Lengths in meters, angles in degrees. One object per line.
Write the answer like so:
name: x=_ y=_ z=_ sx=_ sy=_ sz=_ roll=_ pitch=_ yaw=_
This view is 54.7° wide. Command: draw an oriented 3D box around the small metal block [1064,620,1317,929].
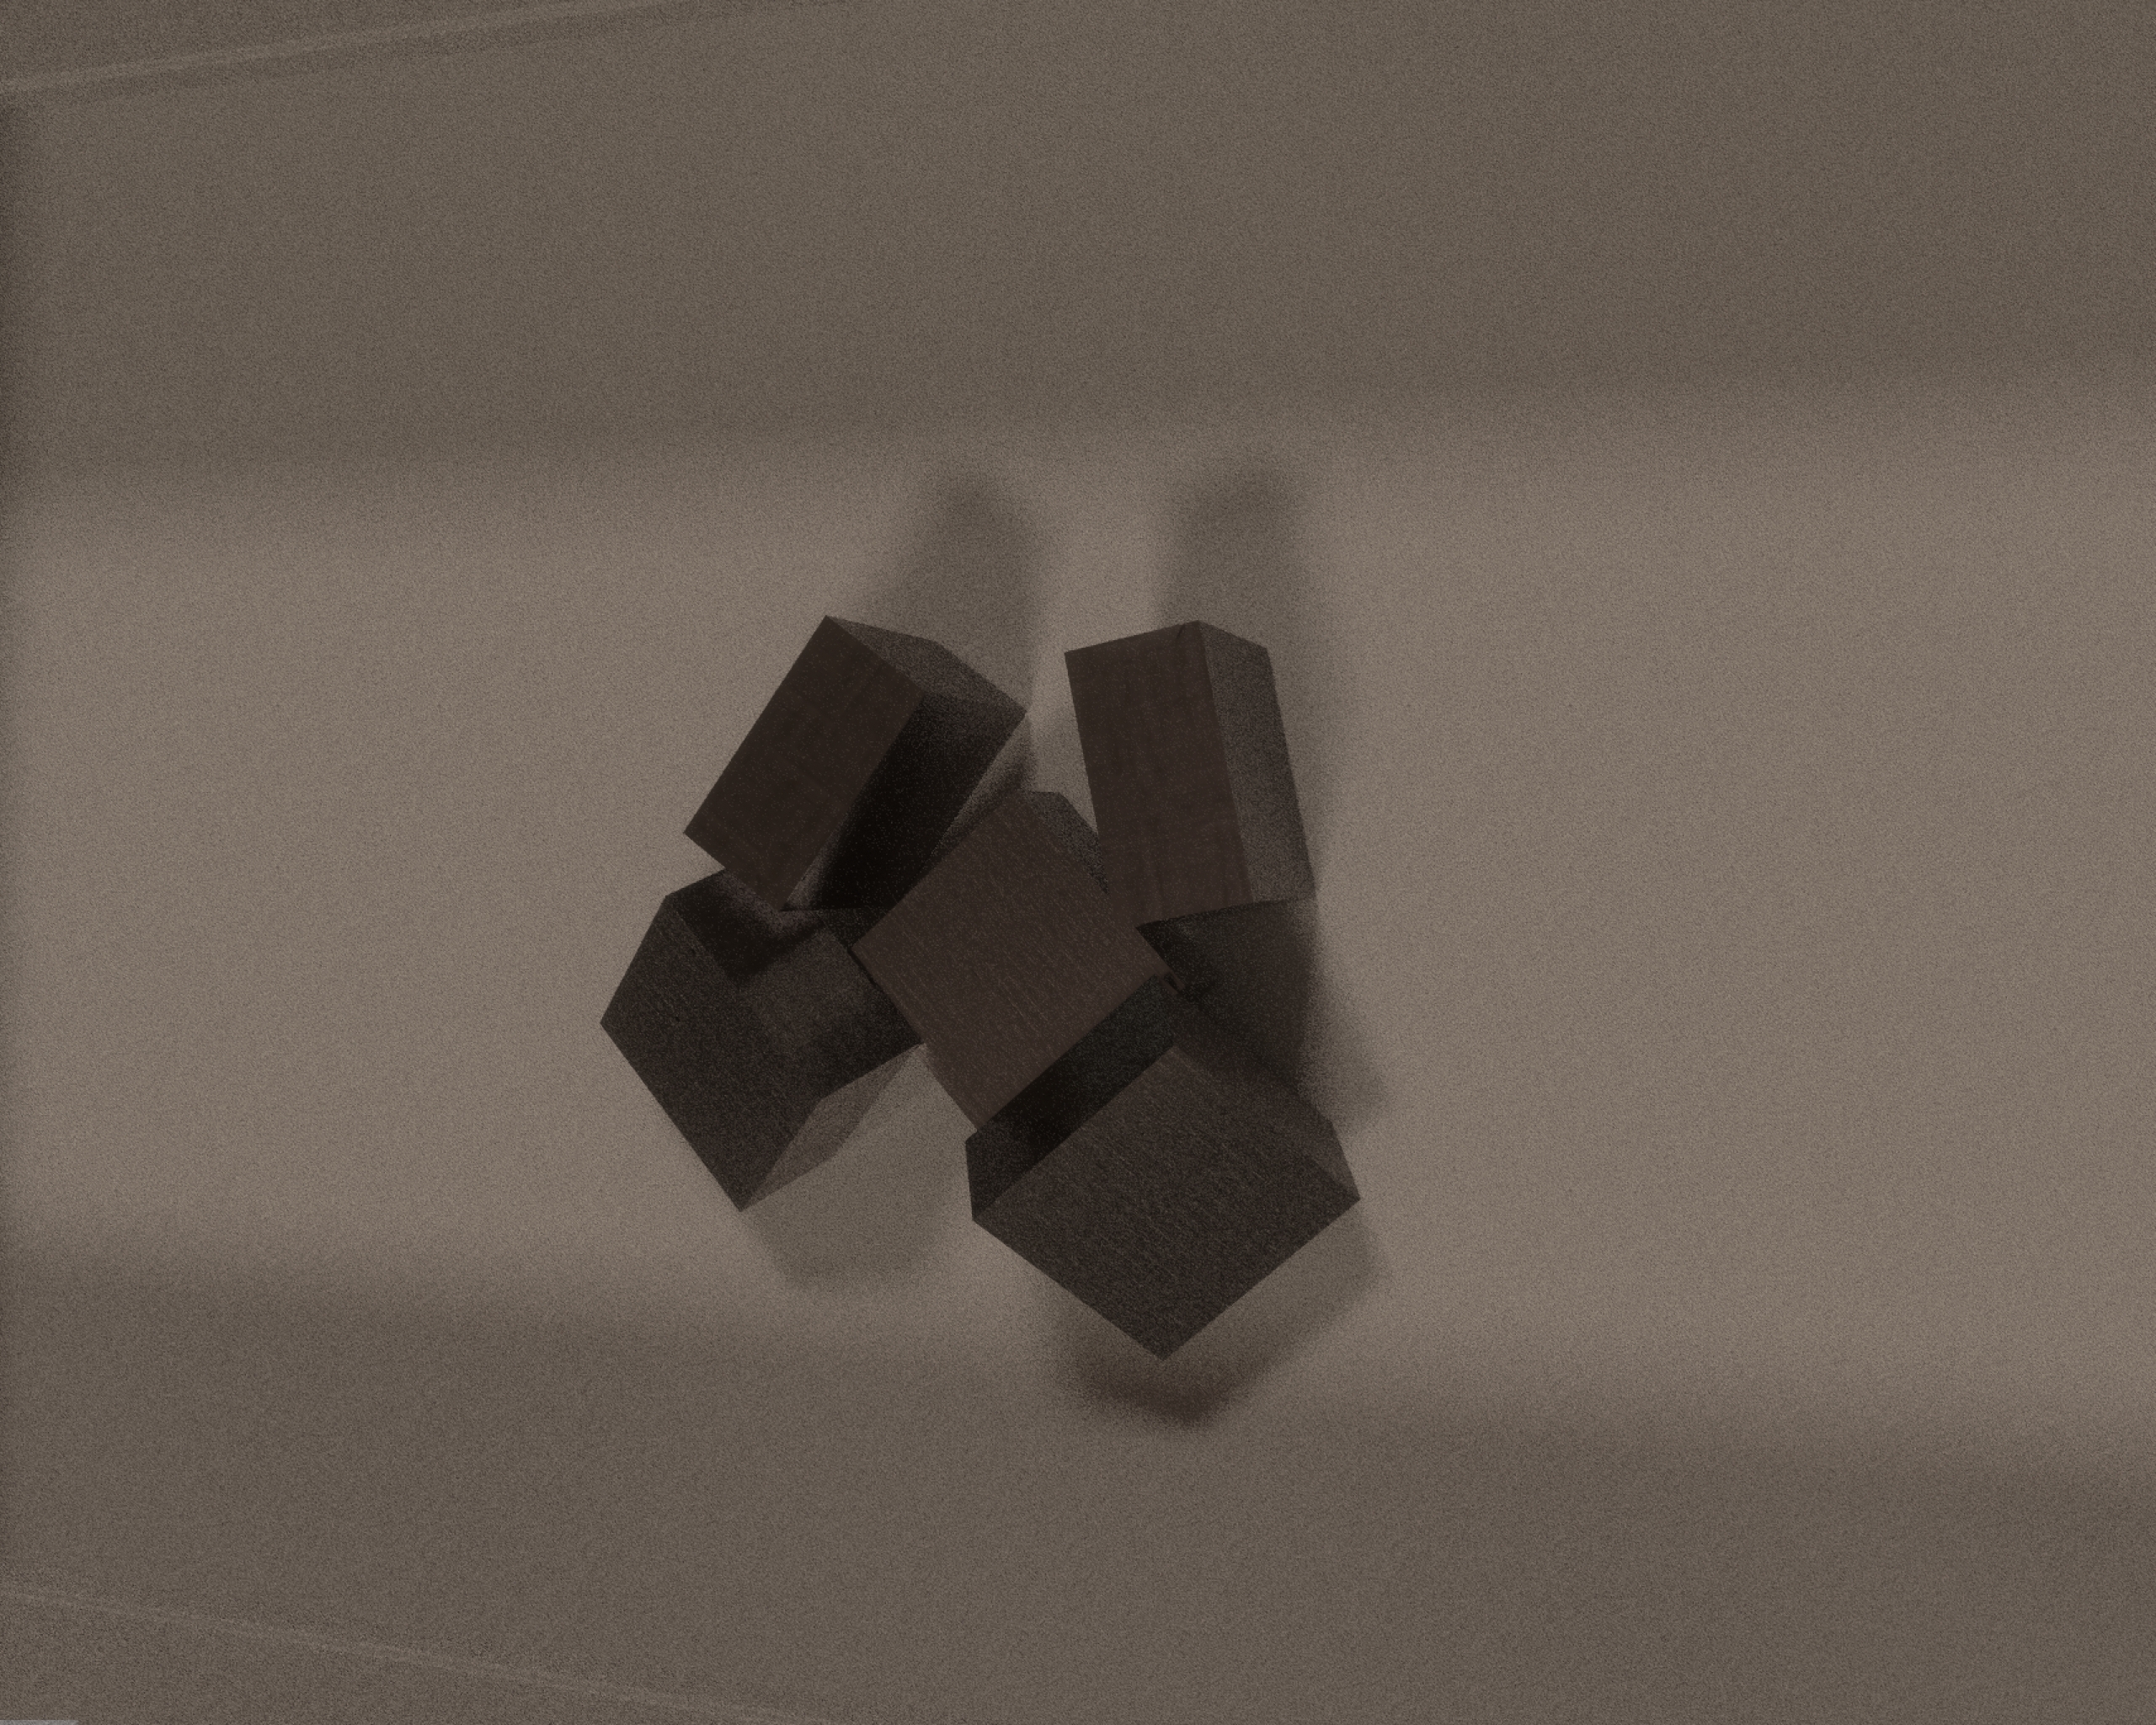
small metal block: x=0.022 y=-0.015 z=0.386 sx=0.025 sy=0.050 sz=0.050 roll=-12 pitch=86 yaw=18

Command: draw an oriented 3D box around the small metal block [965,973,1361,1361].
small metal block: x=0.015 y=0.057 z=0.389 sx=0.050 sy=0.025 sz=0.050 roll=-43 pitch=114 yaw=14

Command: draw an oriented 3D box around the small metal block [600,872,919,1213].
small metal block: x=-0.065 y=0.034 z=0.418 sx=0.050 sy=0.025 sz=0.050 roll=51 pitch=138 yaw=12

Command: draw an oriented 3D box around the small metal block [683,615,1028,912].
small metal block: x=-0.042 y=-0.018 z=0.409 sx=0.025 sy=0.050 sz=0.050 roll=38 pitch=102 yaw=16

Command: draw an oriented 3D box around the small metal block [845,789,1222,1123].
small metal block: x=-0.009 y=0.021 z=0.410 sx=0.050 sy=0.025 sz=0.050 roll=-44 pitch=77 yaw=14
